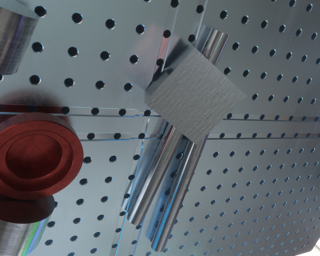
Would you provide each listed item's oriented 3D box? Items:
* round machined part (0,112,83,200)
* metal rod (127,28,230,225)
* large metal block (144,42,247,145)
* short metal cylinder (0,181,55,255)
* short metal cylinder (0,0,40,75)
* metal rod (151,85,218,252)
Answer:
[{"bbox_3d":[-0.138,0.027,0.339,0.099,0.042,0.097,-13,122,-22],"label":"round machined part"},{"bbox_3d":[0.018,0.011,0.427,0.025,0.025,0.298,11,113,-33],"label":"metal rod"},{"bbox_3d":[0.039,-0.041,0.366,0.080,0.050,0.080,39,105,-16],"label":"large metal block"},{"bbox_3d":[-0.166,0.097,0.345,0.081,0.080,0.050,15,111,-35],"label":"short metal cylinder"},{"bbox_3d":[-0.145,-0.084,0.244,0.080,0.080,0.050,19,108,-36],"label":"short metal cylinder"},{"bbox_3d":[0.037,0.074,0.476,0.025,0.025,0.298,3,117,-30],"label":"metal rod"}]
